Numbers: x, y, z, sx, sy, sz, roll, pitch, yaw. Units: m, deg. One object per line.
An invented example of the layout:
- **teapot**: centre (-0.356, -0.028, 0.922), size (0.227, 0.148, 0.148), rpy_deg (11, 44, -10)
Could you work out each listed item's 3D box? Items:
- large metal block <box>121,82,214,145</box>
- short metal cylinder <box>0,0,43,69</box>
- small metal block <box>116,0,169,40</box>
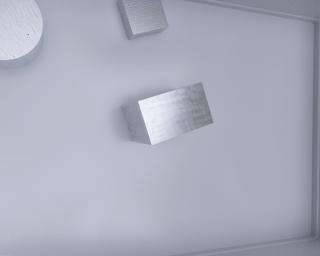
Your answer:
- **large metal block**: centre (0.006, -0.018, 0.384), size (0.081, 0.080, 0.050), rpy_deg (-19, 97, -19)
- **short metal cylinder**: centre (-0.169, -0.108, 0.335), size (0.081, 0.050, 0.079), rpy_deg (0, 90, -21)
- **small metal block**: centre (-0.023, -0.148, 0.403), size (0.050, 0.025, 0.050), rpy_deg (-20, 97, -19)
